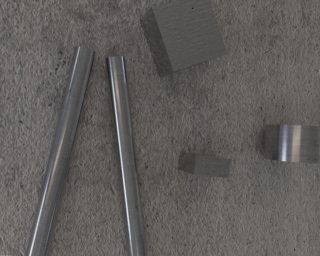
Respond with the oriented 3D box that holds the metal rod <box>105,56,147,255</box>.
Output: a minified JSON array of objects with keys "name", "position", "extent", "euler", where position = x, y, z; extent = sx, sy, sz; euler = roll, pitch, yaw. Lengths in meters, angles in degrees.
[{"name":"metal rod","position":[-0.040,0.061,0.394],"extent":[0.025,0.025,0.298],"euler":[-7,93,-20]}]

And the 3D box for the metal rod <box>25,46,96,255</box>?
[{"name":"metal rod","position":[-0.121,0.051,0.364],"extent":[0.025,0.025,0.298],"euler":[14,85,-20]}]

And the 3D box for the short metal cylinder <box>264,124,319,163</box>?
[{"name":"short metal cylinder","position":[0.194,0.022,0.452],"extent":[0.081,0.080,0.050],"euler":[4,89,-20]}]

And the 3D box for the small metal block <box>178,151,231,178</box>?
[{"name":"small metal block","position":[0.059,0.049,0.418],"extent":[0.050,0.050,0.025],"euler":[9,87,-20]}]

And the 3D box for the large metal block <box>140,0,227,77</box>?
[{"name":"large metal block","position":[0.030,-0.120,0.407],"extent":[0.081,0.050,0.080],"euler":[-22,97,-19]}]
